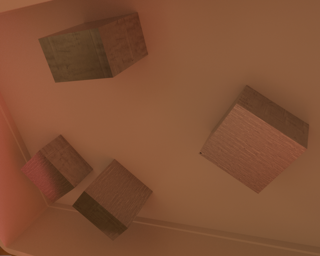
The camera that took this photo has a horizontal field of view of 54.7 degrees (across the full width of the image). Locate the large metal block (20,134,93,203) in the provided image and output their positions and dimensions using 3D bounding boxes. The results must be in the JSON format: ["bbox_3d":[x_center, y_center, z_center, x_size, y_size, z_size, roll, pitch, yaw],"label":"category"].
[{"bbox_3d":[-0.175,0.070,0.526,0.080,0.050,0.080,49,128,-7],"label":"large metal block"}]

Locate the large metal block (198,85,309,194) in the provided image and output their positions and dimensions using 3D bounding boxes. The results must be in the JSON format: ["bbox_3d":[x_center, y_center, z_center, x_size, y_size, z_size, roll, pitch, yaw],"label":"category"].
[{"bbox_3d":[0.103,0.013,0.346,0.080,0.050,0.079,34,129,5],"label":"large metal block"}]

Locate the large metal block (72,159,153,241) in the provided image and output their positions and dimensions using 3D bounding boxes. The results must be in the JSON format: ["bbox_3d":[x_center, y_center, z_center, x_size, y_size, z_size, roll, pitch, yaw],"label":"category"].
[{"bbox_3d":[-0.071,0.108,0.476,0.080,0.080,0.050,41,129,0],"label":"large metal block"}]

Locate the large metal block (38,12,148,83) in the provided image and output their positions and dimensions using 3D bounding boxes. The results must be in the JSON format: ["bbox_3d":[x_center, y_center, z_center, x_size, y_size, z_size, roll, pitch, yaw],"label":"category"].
[{"bbox_3d":[-0.072,-0.092,0.353,0.080,0.080,0.050,0,118,28],"label":"large metal block"}]
